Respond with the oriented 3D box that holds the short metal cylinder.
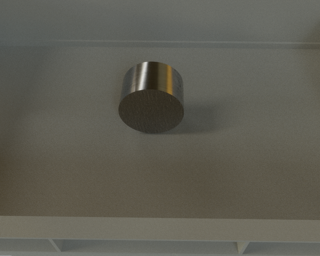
[{"bbox_3d":[-0.010,-0.038,0.397,0.080,0.080,0.050,1,50,1],"label":"short metal cylinder"}]
